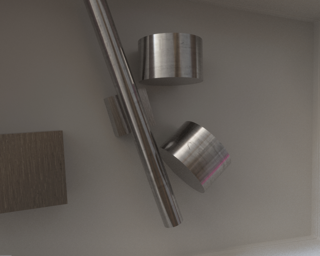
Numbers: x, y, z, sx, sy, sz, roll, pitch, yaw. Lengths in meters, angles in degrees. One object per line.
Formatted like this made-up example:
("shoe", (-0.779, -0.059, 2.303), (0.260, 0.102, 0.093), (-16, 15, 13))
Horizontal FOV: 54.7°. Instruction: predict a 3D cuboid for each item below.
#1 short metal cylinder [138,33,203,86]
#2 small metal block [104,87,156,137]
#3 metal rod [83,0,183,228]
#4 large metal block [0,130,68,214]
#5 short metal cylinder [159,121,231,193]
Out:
("short metal cylinder", (0.013, -0.083, 0.387), (0.081, 0.080, 0.050), (-1, 91, -20))
("small metal block", (-0.039, -0.021, 0.397), (0.050, 0.025, 0.050), (-18, 97, -19))
("metal rod", (-0.031, -0.020, 0.373), (0.025, 0.025, 0.298), (-22, 98, -19))
("large metal block", (-0.149, 0.045, 0.343), (0.081, 0.050, 0.079), (-4, 92, -20))
("short metal cylinder", (0.043, 0.037, 0.399), (0.050, 0.080, 0.080), (-44, 104, -15))
